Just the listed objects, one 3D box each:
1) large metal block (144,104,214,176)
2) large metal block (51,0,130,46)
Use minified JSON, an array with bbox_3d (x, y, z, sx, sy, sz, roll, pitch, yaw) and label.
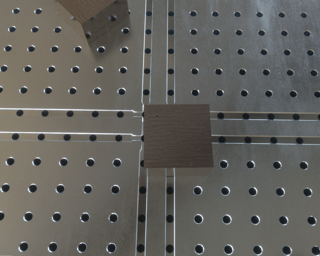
[{"bbox_3d":[0.021,0.017,0.393,0.080,0.050,0.080,-1,70,0],"label":"large metal block"},{"bbox_3d":[-0.105,-0.186,0.466,0.080,0.050,0.080,-41,75,-13],"label":"large metal block"}]
